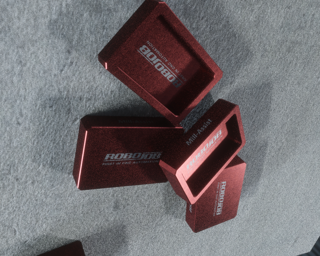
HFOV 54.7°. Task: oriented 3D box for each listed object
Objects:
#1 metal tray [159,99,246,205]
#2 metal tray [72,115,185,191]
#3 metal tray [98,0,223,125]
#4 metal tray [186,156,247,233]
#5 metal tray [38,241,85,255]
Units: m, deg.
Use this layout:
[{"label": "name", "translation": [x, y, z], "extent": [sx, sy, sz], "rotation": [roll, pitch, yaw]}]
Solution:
[{"label": "metal tray", "translation": [0.065, 0.033, 0.432], "extent": [0.130, 0.030, 0.090], "rotation": [-45, 138, -18]}, {"label": "metal tray", "translation": [-0.040, 0.031, 0.403], "extent": [0.131, 0.030, 0.089], "rotation": [0, 118, -29]}, {"label": "metal tray", "translation": [0.006, -0.072, 0.363], "extent": [0.090, 0.030, 0.130], "rotation": [-48, 129, 5]}, {"label": "metal tray", "translation": [0.093, 0.111, 0.525], "extent": [0.091, 0.030, 0.129], "rotation": [-14, 124, -21]}, {"label": "metal tray", "translation": [-0.170, 0.227, 0.452], "extent": [0.131, 0.030, 0.089], "rotation": [-16, 125, -20]}]
